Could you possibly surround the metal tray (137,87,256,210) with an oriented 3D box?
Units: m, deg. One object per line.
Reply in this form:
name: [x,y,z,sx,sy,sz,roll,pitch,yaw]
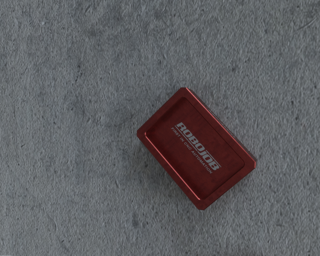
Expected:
metal tray: [0.044,0.024,0.390,0.090,0.030,0.130,-44,77,14]
